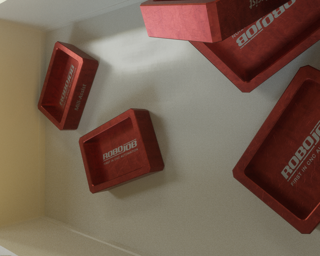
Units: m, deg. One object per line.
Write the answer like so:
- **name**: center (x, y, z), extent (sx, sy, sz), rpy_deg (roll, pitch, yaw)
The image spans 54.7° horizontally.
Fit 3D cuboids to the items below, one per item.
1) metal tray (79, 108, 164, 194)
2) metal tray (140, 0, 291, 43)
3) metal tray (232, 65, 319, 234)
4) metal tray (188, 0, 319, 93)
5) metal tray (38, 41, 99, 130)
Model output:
- **metal tray**: center (-0.061, 0.036, 0.451), extent (0.130, 0.030, 0.090), rpy_deg (-26, 74, 36)
- **metal tray**: center (0.059, -0.120, 0.284), extent (0.090, 0.131, 0.030), rpy_deg (24, 140, 47)
- **metal tray**: center (0.139, 0.020, 0.288), extent (0.090, 0.030, 0.129), rpy_deg (41, 115, 32)
- **metal tray**: center (0.100, -0.104, 0.285), extent (0.090, 0.030, 0.129), rpy_deg (40, 123, -15)
- **metal tray**: center (-0.161, -0.072, 0.533), extent (0.090, 0.030, 0.129), rpy_deg (36, 112, 34)
